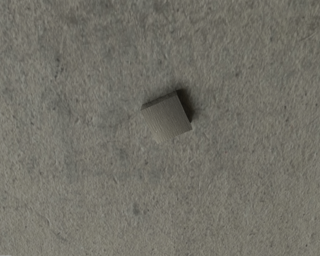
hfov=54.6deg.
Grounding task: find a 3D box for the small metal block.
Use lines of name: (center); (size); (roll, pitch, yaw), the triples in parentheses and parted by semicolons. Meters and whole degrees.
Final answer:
small metal block: (0.009, -0.014, 0.405); (0.050, 0.025, 0.050); (-23, 109, 8)
